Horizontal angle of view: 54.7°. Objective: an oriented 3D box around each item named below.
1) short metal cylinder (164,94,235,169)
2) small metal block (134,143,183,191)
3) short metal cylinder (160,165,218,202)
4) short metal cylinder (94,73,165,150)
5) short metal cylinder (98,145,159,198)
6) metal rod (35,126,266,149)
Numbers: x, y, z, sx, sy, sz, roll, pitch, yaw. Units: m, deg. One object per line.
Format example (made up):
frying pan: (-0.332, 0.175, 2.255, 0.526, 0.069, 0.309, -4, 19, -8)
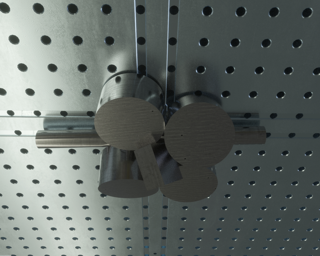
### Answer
short metal cylinder: (0.045, 0.002, 0.376, 0.081, 0.050, 0.079, 0, 107, 0)
small metal block: (-0.001, 0.046, 0.383, 0.025, 0.050, 0.050, -25, 168, 26)
short metal cylinder: (0.039, 0.062, 0.443, 0.081, 0.050, 0.079, 0, 130, 0)
short metal cylinder: (-0.035, -0.019, 0.374, 0.081, 0.050, 0.079, 0, 130, 0)
short metal cylinder: (-0.042, 0.061, 0.426, 0.081, 0.050, 0.080, -1, 150, 0)
metal rod: (-0.012, 0.012, 0.417, 0.302, 0.025, 0.025, -1, 130, 0)
